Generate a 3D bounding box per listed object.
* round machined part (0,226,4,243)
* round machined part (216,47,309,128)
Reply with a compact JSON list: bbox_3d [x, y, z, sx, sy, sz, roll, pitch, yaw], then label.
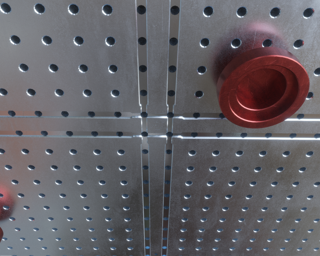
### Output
[{"bbox_3d":[-0.329,0.179,0.550,0.099,0.042,0.097,0,130,0],"label":"round machined part"},{"bbox_3d":[0.115,-0.049,0.359,0.099,0.042,0.097,0,130,0],"label":"round machined part"}]
